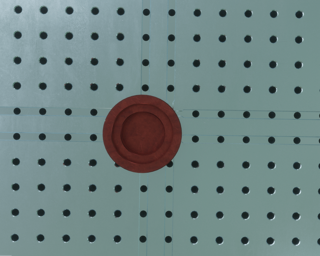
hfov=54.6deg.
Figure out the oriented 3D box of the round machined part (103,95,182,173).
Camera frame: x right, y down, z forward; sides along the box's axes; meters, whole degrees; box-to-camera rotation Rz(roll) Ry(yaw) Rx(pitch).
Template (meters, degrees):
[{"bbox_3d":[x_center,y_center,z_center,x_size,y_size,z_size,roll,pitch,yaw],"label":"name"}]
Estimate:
[{"bbox_3d":[-0.022,0.007,0.405,0.099,0.042,0.097,0,90,0],"label":"round machined part"}]
